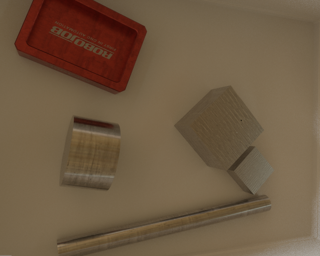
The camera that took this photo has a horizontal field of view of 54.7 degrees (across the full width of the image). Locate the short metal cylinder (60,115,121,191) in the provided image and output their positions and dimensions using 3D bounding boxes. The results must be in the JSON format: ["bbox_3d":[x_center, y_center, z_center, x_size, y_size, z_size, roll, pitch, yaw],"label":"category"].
[{"bbox_3d":[-0.081,0.029,0.352,0.050,0.080,0.080,11,86,-20],"label":"short metal cylinder"}]

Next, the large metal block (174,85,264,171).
[{"bbox_3d":[0.081,0.000,0.429,0.080,0.050,0.080,-44,104,-15],"label":"large metal block"}]

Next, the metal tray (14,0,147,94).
[{"bbox_3d":[-0.092,-0.106,0.374,0.131,0.030,0.090,22,83,-19],"label":"metal tray"}]

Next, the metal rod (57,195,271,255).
[{"bbox_3d":[0.020,0.129,0.419,0.303,0.025,0.025,-6,92,-20],"label":"metal rod"}]

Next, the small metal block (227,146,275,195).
[{"bbox_3d":[0.133,0.062,0.462,0.050,0.025,0.050,-45,104,-15],"label":"small metal block"}]
